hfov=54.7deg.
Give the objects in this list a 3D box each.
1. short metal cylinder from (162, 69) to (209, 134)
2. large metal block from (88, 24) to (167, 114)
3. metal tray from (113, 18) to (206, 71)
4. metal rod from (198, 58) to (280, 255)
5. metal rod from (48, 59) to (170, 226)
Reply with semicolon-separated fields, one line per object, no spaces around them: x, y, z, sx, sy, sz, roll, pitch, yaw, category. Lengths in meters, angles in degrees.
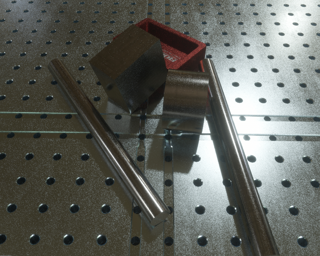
0.033;-0.034;0.401;0.050;0.080;0.080;6;50;5;short metal cylinder
-0.039;-0.080;0.427;0.050;0.080;0.080;37;73;26;large metal block
-0.002;-0.130;0.513;0.130;0.030;0.090;33;57;24;metal tray
0.089;0.013;0.397;0.025;0.025;0.300;-4;50;-4;metal rod
-0.082;-0.001;0.407;0.025;0.025;0.300;-27;55;-21;metal rod
